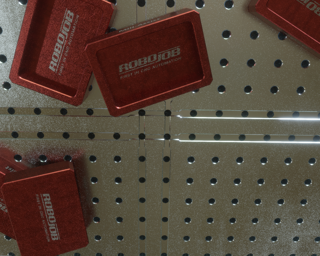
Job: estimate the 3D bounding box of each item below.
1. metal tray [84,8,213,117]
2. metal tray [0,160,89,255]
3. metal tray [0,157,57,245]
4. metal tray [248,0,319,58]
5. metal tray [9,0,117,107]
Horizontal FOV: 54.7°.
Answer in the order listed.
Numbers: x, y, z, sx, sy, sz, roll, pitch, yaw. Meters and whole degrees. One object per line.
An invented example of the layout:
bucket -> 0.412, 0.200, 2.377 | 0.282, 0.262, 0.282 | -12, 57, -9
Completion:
metal tray -> -0.011, -0.076, 0.363 | 0.131, 0.030, 0.090 | -19, 118, -4
metal tray -> -0.156, 0.117, 0.432 | 0.091, 0.030, 0.129 | -12, 111, -17
metal tray -> -0.221, 0.101, 0.445 | 0.130, 0.030, 0.090 | 35, 106, -13
metal tray -> 0.183, -0.144, 0.360 | 0.131, 0.030, 0.090 | 29, 107, -11
metal tray -> -0.116, -0.102, 0.371 | 0.090, 0.030, 0.129 | 21, 109, -8
